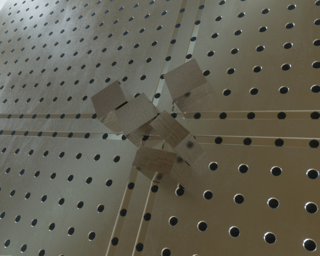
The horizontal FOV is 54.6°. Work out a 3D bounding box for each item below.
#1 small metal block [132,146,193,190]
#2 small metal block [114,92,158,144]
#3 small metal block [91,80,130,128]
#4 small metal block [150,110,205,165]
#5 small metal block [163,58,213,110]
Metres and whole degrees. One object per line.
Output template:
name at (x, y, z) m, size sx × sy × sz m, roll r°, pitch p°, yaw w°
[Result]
small metal block at (0.004, 0.047, 0.362) m, size 0.050 × 0.050 × 0.025 m, roll 9°, pitch 67°, yaw 32°
small metal block at (-0.030, -0.014, 0.433) m, size 0.050 × 0.025 × 0.050 m, roll -33°, pitch 51°, yaw 6°
small metal block at (-0.072, -0.037, 0.470) m, size 0.050 × 0.025 × 0.050 m, roll -32°, pitch 52°, yaw 7°
small metal block at (0.021, 0.012, 0.375) m, size 0.025 × 0.050 × 0.050 m, roll -44°, pitch 51°, yaw -2°
small metal block at (0.038, -0.061, 0.427) m, size 0.050 × 0.025 × 0.050 m, roll -27°, pitch 52°, yaw 11°
